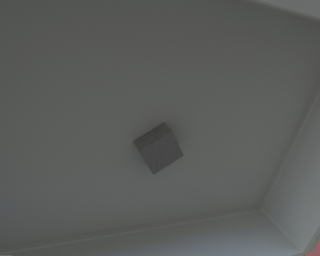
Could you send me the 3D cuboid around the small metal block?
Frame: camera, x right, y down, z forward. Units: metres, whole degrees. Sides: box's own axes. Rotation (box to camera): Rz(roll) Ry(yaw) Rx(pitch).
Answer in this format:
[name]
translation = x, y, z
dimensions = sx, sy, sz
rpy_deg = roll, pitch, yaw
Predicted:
[small metal block]
translation = -0.002, 0.028, 0.425
dimensions = 0.050, 0.025, 0.050
rpy_deg = -32, 129, -8
